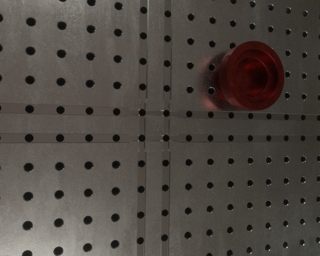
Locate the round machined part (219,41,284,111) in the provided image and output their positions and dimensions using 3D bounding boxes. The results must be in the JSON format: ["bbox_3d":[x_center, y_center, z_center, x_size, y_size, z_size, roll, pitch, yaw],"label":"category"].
[{"bbox_3d":[0.128,-0.073,0.452,0.099,0.042,0.097,0,90,-21],"label":"round machined part"}]
